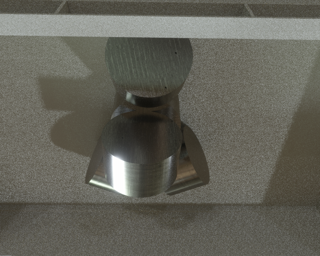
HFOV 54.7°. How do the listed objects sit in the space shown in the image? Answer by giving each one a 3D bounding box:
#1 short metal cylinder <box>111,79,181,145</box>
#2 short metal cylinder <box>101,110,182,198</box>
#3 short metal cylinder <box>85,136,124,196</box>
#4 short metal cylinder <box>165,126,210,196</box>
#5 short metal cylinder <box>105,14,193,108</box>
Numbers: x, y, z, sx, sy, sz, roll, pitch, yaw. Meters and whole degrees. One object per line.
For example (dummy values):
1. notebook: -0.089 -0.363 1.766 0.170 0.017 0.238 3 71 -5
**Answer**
1. short metal cylinder: -0.016 -0.018 0.373 0.081 0.050 0.079 0 130 0
2. short metal cylinder: -0.019 0.025 0.326 0.081 0.080 0.050 2 130 -2
3. short metal cylinder: -0.058 0.043 0.406 0.050 0.080 0.080 23 126 -18
4. short metal cylinder: 0.026 0.043 0.408 0.050 0.080 0.080 -22 127 18
5. short metal cylinder: -0.011 -0.064 0.308 0.081 0.080 0.050 3 173 -3
